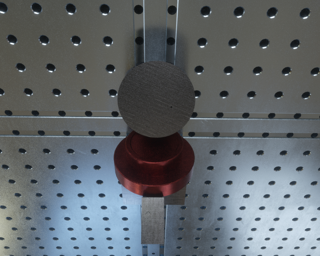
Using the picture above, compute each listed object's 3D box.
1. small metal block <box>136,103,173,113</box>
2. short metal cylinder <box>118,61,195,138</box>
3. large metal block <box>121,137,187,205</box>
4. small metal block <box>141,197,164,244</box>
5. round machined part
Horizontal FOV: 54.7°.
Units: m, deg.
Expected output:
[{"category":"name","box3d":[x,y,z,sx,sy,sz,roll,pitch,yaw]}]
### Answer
[{"category":"small metal block","box3d":[-0.007,-0.017,0.396,0.050,0.025,0.050,0,130,-1]},{"category":"short metal cylinder","box3d":[-0.004,-0.033,0.345,0.081,0.050,0.079,0,100,-1]},{"category":"large metal block","box3d":[-0.008,0.056,0.422,0.081,0.080,0.050,1,130,-1]},{"category":"small metal block","box3d":[-0.009,0.107,0.367,0.025,0.050,0.050,1,168,-2]},{"category":"round machined part","box3d":[-0.007,0.032,0.377,0.099,0.098,0.042,1,130,-1]}]
